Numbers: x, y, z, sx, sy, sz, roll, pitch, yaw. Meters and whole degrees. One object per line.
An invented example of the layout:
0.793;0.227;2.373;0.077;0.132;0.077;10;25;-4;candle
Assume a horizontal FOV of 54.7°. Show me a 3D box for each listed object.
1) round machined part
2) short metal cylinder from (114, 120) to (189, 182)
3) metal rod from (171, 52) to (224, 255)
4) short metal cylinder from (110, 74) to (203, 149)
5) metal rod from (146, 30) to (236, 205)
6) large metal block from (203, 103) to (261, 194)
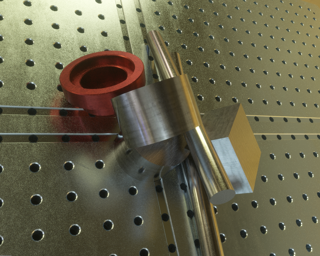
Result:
-0.066;-0.051;0.374;0.099;0.042;0.098;-3;41;3;round machined part
-0.009;0.019;0.376;0.081;0.050;0.080;14;56;-21;short metal cylinder
0.040;0.020;0.416;0.025;0.025;0.299;5;59;-26;metal rod
-0.003;-0.017;0.309;0.081;0.080;0.050;-22;96;-36;short metal cylinder
0.024;-0.040;0.390;0.025;0.025;0.300;7;41;-25;metal rod
0.085;0.027;0.392;0.080;0.050;0.080;62;35;-21;large metal block
